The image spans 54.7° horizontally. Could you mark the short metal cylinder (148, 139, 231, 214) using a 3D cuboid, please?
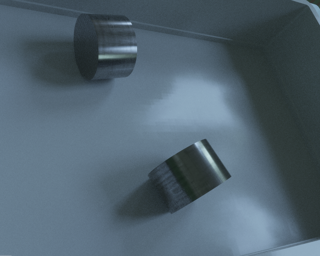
[{"bbox_3d":[0.034,0.055,0.355,0.081,0.080,0.050,-23,74,-36],"label":"short metal cylinder"}]

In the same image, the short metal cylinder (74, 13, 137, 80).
[{"bbox_3d":[-0.071,-0.103,0.395,0.050,0.080,0.080,-11,68,-33],"label":"short metal cylinder"}]
